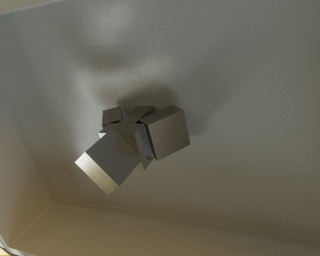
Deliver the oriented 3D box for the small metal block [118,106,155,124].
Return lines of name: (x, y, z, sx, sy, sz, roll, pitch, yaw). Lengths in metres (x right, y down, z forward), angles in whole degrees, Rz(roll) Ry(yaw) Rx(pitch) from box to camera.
small metal block: (-0.025, 0.004, 0.406, 0.025, 0.050, 0.050, 1, 119, 28)

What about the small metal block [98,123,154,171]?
small metal block: (-0.040, 0.022, 0.376, 0.050, 0.025, 0.050, 1, 119, 28)

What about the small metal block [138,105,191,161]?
small metal block: (0.006, 0.006, 0.388, 0.025, 0.050, 0.050, 29, 138, 55)

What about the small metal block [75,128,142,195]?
small metal block: (-0.056, 0.037, 0.344, 0.050, 0.050, 0.025, 46, 129, -4)

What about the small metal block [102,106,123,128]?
small metal block: (-0.059, 0.004, 0.420, 0.025, 0.050, 0.050, -15, 115, -2)
